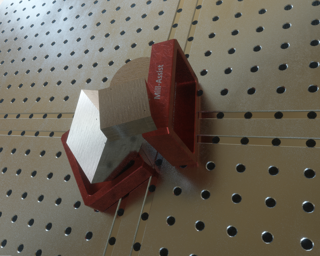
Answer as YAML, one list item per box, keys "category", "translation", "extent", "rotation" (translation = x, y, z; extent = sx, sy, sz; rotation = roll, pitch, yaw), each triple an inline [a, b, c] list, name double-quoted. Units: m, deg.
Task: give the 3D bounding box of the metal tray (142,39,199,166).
- category: "metal tray"
  translation: [0.017, -0.030, 0.374]
  extent: [0.030, 0.090, 0.130]
  rotation: [-9, 58, 23]

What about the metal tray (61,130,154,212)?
- category: "metal tray"
  translation: [-0.076, 0.034, 0.420]
  extent: [0.090, 0.030, 0.130]
  rotation: [-37, 51, 3]

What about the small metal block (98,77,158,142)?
- category: "small metal block"
  translation: [-0.033, -0.019, 0.315]
  extent: [0.050, 0.025, 0.050]
  rotation: [-15, 55, 6]

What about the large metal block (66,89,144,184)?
- category: "large metal block"
  translation: [-0.068, 0.009, 0.381]
  extent: [0.080, 0.050, 0.079]
  rotation: [46, 124, 38]

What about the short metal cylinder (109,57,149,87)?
- category: "short metal cylinder"
  translation: [-0.023, -0.052, 0.435]
  extent: [0.080, 0.050, 0.080]
  rotation: [-13, 56, 20]
